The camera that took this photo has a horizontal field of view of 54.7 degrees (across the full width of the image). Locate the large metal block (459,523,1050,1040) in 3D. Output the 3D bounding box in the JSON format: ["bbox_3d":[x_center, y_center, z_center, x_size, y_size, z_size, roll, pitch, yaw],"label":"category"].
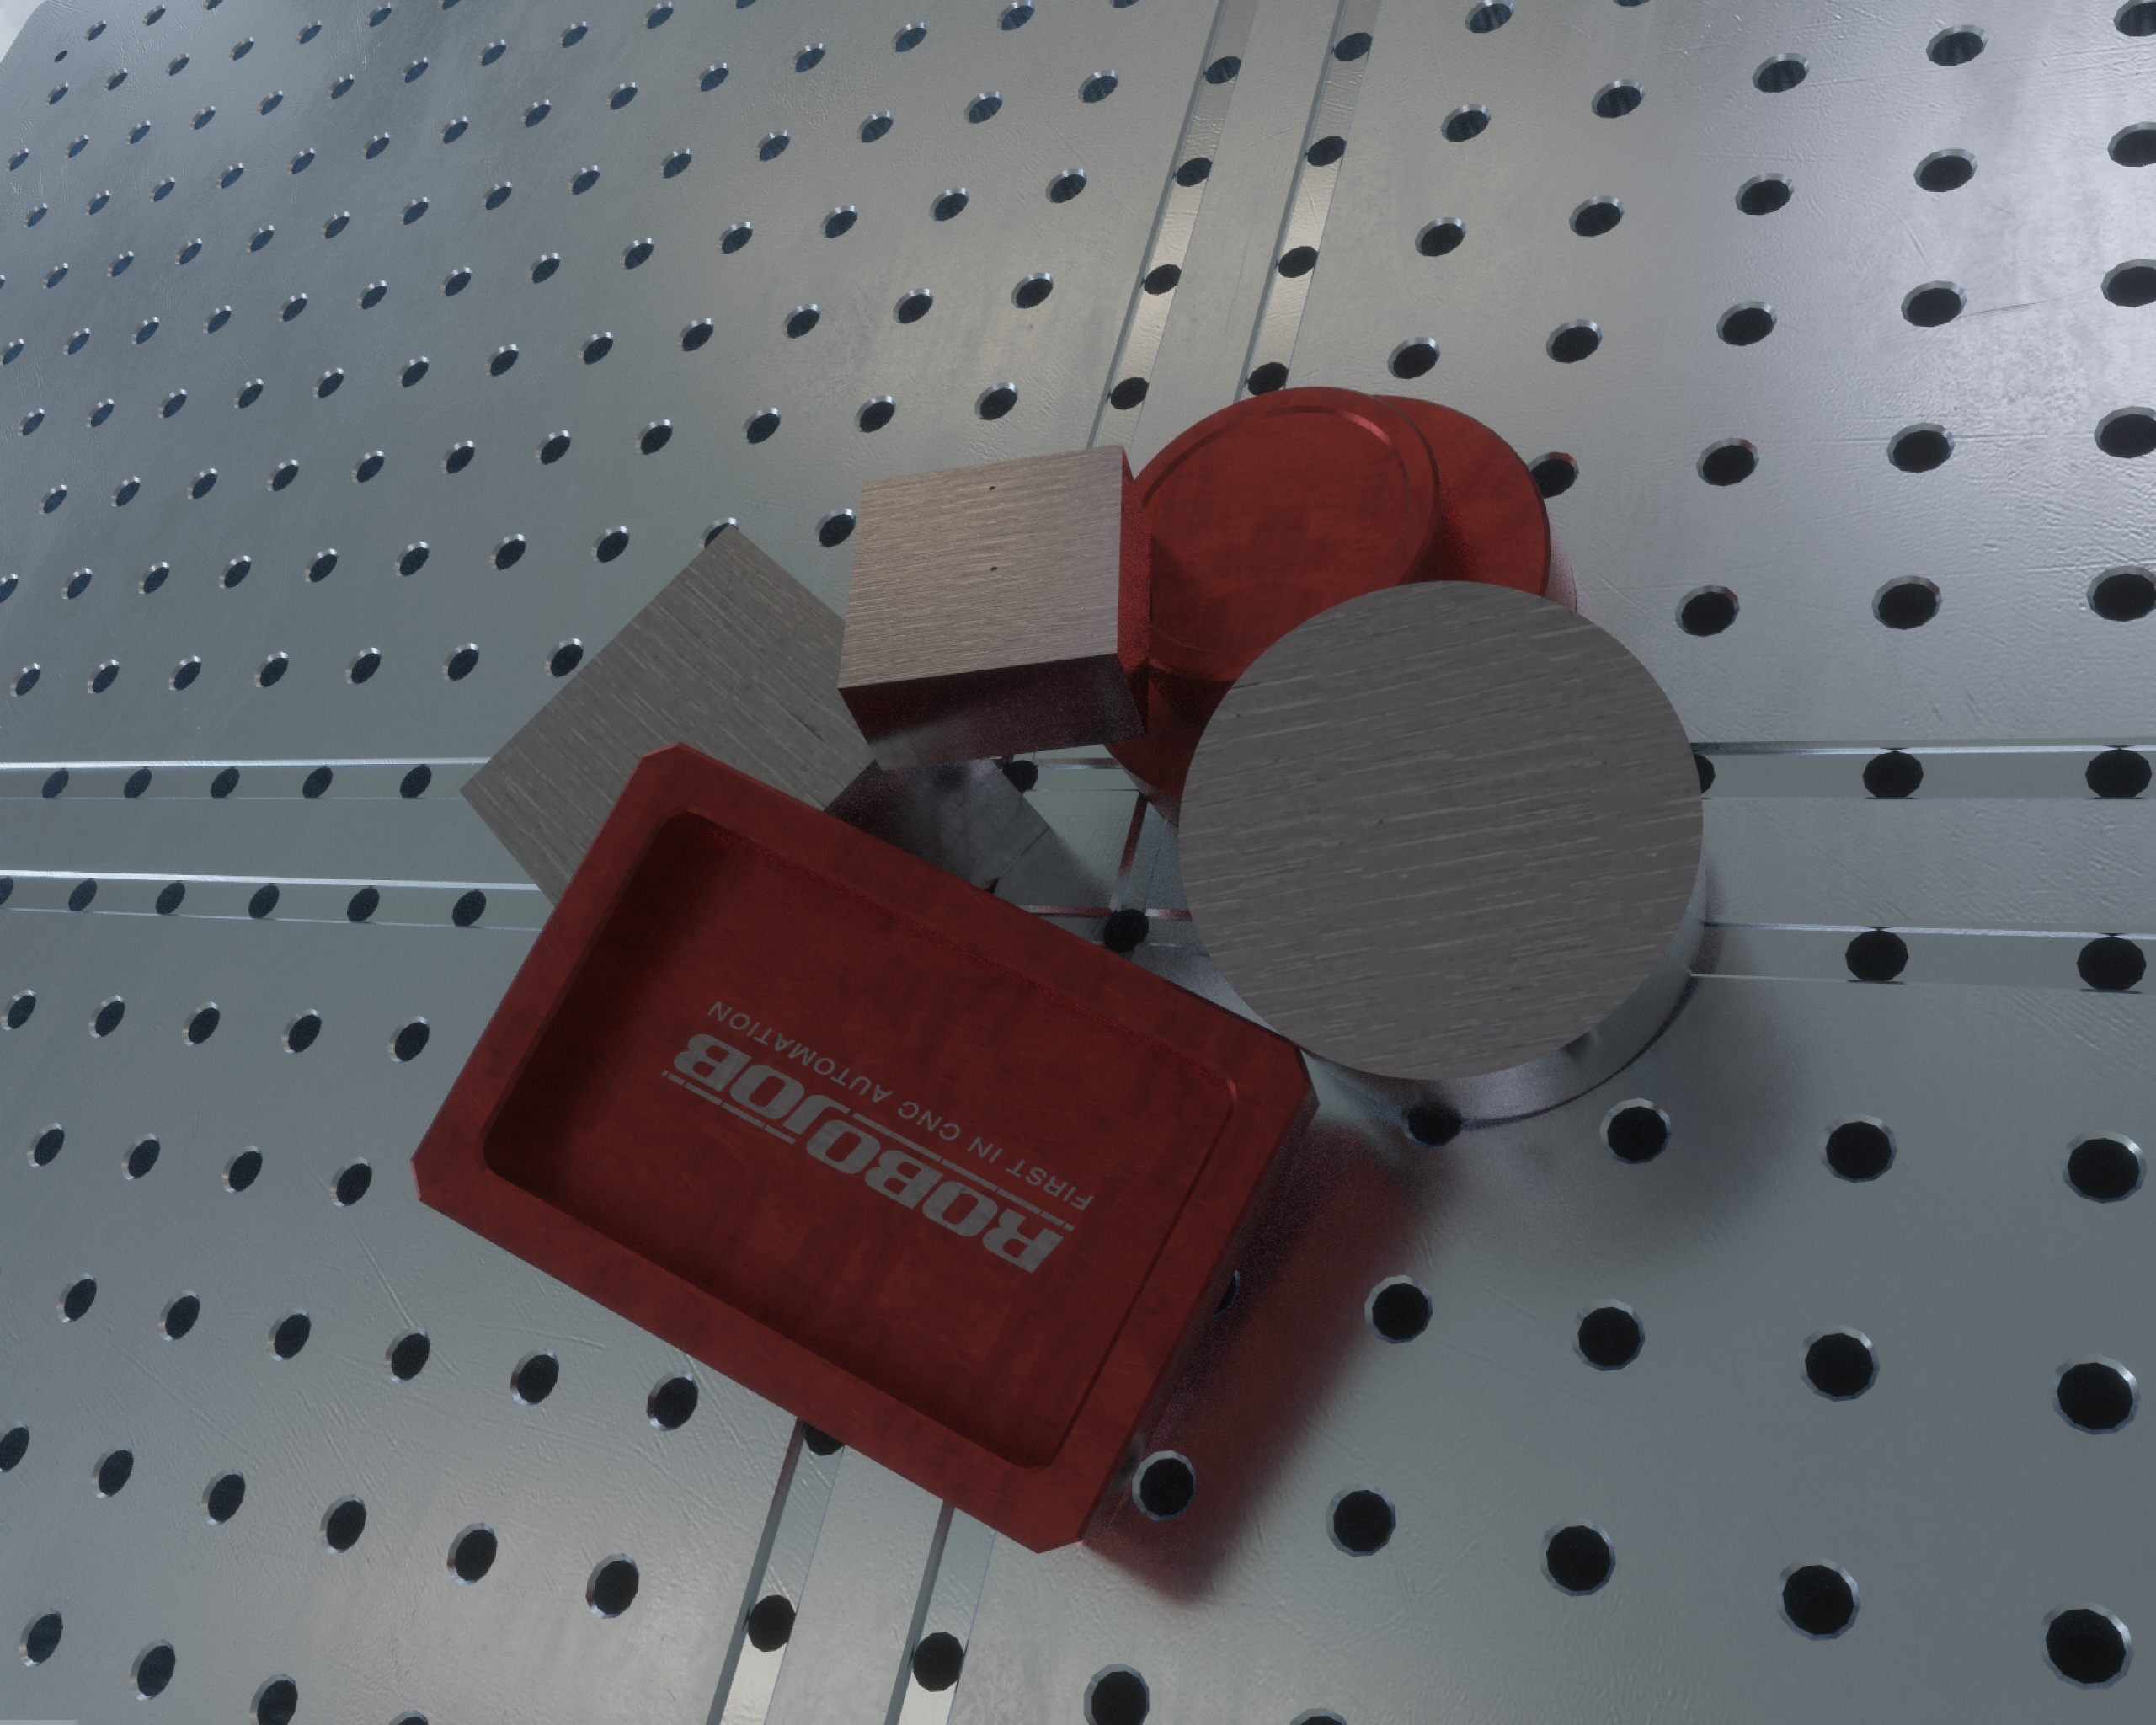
[{"bbox_3d":[-0.068,-0.011,0.435,0.080,0.050,0.080,-46,51,-4],"label":"large metal block"}]

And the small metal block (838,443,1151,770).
[{"bbox_3d":[-0.014,-0.047,0.385,0.050,0.025,0.050,-6,55,12],"label":"small metal block"}]

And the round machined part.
[{"bbox_3d":[0.043,-0.054,0.407,0.098,0.042,0.098,-13,56,21],"label":"round machined part"}]

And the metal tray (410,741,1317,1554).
[{"bbox_3d":[-0.036,0.046,0.359,0.130,0.030,0.090,26,82,14],"label":"metal tray"}]

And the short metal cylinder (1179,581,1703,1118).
[{"bbox_3d":[0.062,0.000,0.345,0.080,0.050,0.080,-4,75,16],"label":"short metal cylinder"}]
